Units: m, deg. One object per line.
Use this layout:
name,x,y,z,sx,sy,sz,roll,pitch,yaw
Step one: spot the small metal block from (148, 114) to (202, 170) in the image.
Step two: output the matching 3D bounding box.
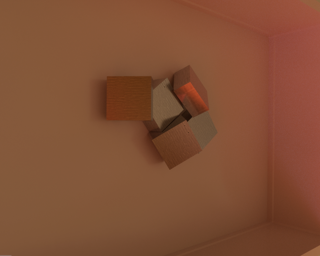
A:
small metal block,0.020,0.018,0.408,0.050,0.025,0.050,-31,113,-3

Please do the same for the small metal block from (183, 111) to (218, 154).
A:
small metal block,0.052,0.001,0.450,0.050,0.025,0.050,-43,117,-31

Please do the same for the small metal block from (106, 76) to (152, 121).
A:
small metal block,-0.034,-0.033,0.360,0.050,0.025,0.050,0,89,3

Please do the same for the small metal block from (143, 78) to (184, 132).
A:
small metal block,-0.002,-0.030,0.404,0.050,0.025,0.050,-45,118,-31

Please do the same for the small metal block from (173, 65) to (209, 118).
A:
small metal block,0.043,-0.051,0.428,0.050,0.025,0.050,51,25,-28
